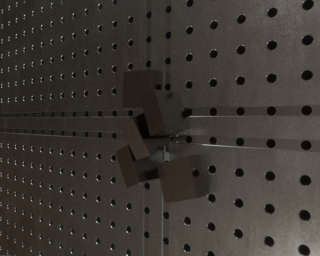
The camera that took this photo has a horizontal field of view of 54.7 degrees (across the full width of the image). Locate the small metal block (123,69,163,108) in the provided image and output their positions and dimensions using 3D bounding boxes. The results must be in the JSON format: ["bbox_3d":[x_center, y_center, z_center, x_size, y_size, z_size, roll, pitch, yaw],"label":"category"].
[{"bbox_3d":[-0.024,-0.052,0.428,0.050,0.025,0.050,2,91,39],"label":"small metal block"}]

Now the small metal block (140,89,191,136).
[{"bbox_3d":[0.007,-0.018,0.386,0.025,0.050,0.050,-25,74,37],"label":"small metal block"}]

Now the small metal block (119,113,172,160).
[{"bbox_3d":[-0.018,0.006,0.397,0.025,0.050,0.050,-21,97,38],"label":"small metal block"}]

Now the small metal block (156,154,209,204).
[{"bbox_3d":[0.027,0.064,0.385,0.050,0.025,0.050,-20,77,38],"label":"small metal block"}]

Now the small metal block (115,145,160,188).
[{"bbox_3d":[-0.025,0.049,0.412,0.025,0.050,0.050,-32,71,35],"label":"small metal block"}]
